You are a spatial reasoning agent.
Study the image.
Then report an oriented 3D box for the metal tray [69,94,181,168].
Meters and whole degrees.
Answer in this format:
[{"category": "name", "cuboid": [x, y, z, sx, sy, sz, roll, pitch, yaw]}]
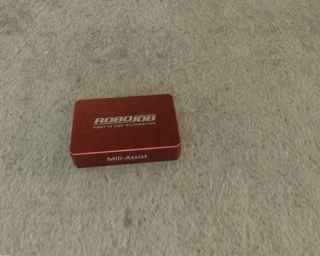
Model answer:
[{"category": "metal tray", "cuboid": [-0.044, 0.001, 0.399, 0.131, 0.030, 0.090, -4, 50, -4]}]
